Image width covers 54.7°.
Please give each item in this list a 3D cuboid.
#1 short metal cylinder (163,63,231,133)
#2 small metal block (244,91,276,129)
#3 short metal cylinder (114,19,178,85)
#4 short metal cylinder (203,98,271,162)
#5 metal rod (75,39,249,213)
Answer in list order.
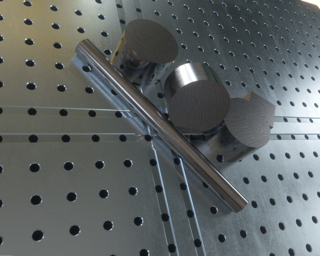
[{"bbox_3d":[0.048,-0.040,0.414,0.081,0.079,0.050,16,32,-19],"label":"short metal cylinder"},{"bbox_3d":[0.160,-0.025,0.509,0.050,0.025,0.050,30,52,-10],"label":"small metal block"},{"bbox_3d":[-0.021,-0.109,0.447,0.081,0.050,0.080,14,56,-21],"label":"short metal cylinder"},{"bbox_3d":[0.111,0.003,0.450,0.081,0.050,0.080,13,56,-21],"label":"short metal cylinder"},{"bbox_3d":[0.000,-0.005,0.410,0.300,0.025,0.025,45,51,3],"label":"metal rod"}]
